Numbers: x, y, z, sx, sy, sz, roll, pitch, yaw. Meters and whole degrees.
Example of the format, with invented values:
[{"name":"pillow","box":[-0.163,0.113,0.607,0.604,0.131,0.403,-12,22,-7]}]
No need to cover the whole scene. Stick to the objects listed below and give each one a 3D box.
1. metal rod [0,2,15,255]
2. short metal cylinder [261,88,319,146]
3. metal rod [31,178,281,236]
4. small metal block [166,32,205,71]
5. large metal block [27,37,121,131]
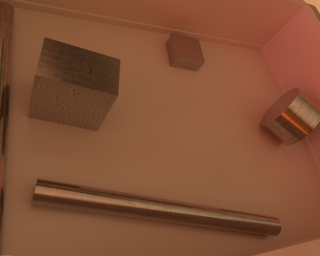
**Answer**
[{"name":"metal rod","box":[-0.171,-0.018,0.324,0.025,0.025,0.299,4,60,-27]},{"name":"short metal cylinder","box":[0.210,-0.018,0.497,0.050,0.080,0.080,41,51,-1]},{"name":"metal rod","box":[0.014,0.096,0.356,0.302,0.025,0.025,14,56,-21]},{"name":"small metal block","box":[0.041,-0.123,0.505,0.050,0.025,0.050,5,60,-26]},{"name":"large metal block","box":[-0.097,-0.044,0.346,0.081,0.080,0.050,13,57,-22]}]
